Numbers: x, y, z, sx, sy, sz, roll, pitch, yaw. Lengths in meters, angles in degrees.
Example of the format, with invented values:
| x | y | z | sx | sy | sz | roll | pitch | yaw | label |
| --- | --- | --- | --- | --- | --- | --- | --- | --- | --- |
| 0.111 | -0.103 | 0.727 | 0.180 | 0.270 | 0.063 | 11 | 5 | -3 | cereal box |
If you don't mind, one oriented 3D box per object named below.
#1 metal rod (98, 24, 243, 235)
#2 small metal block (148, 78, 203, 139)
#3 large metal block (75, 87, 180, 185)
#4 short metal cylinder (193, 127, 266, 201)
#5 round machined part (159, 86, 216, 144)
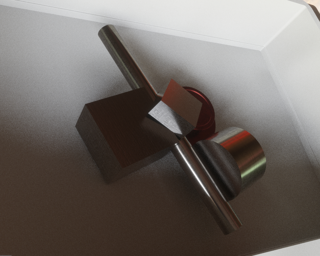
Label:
| x | y | z | sx | sy | sz | roll | pitch | yaw | label |
| --- | --- | --- | --- | --- | --- | --- | --- | --- | --- |
| 0.006 | -0.008 | 0.386 | 0.025 | 0.025 | 0.299 | -23 | 74 | -37 | metal rod |
| 0.020 | -0.024 | 0.368 | 0.050 | 0.025 | 0.050 | 37 | 39 | -12 | small metal block |
| -0.039 | 0.007 | 0.361 | 0.081 | 0.050 | 0.080 | -23 | 74 | -36 | large metal block |
| 0.083 | 0.044 | 0.388 | 0.050 | 0.080 | 0.080 | -23 | 74 | -37 | short metal cylinder |
| 0.035 | -0.018 | 0.424 | 0.099 | 0.042 | 0.098 | 14 | 56 | -21 | round machined part |
